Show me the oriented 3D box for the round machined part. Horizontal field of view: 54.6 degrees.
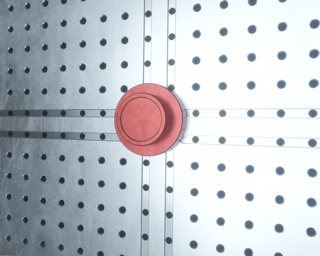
[{"bbox_3d":[-0.017,-0.011,0.410,0.098,0.042,0.097,0,90,20],"label":"round machined part"}]
